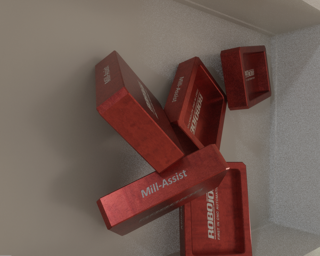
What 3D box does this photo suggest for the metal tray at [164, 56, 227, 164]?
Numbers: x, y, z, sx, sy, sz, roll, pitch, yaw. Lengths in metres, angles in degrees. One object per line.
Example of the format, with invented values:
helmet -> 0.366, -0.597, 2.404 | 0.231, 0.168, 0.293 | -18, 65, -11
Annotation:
metal tray -> 0.050, -0.022, 0.417 | 0.090, 0.030, 0.130 | 47, 43, -31

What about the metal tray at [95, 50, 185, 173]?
metal tray -> -0.025, -0.023, 0.322 | 0.030, 0.130, 0.090 | -37, 119, 8

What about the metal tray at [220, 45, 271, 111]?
metal tray -> 0.143, -0.085, 0.500 | 0.131, 0.030, 0.089 | -23, 105, -53

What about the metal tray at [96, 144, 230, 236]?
metal tray -> 0.006, 0.071, 0.337 | 0.131, 0.090, 0.030 | -25, 68, -9

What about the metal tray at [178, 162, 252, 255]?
metal tray -> 0.073, 0.112, 0.424 | 0.091, 0.030, 0.129 | 1, 78, -10
